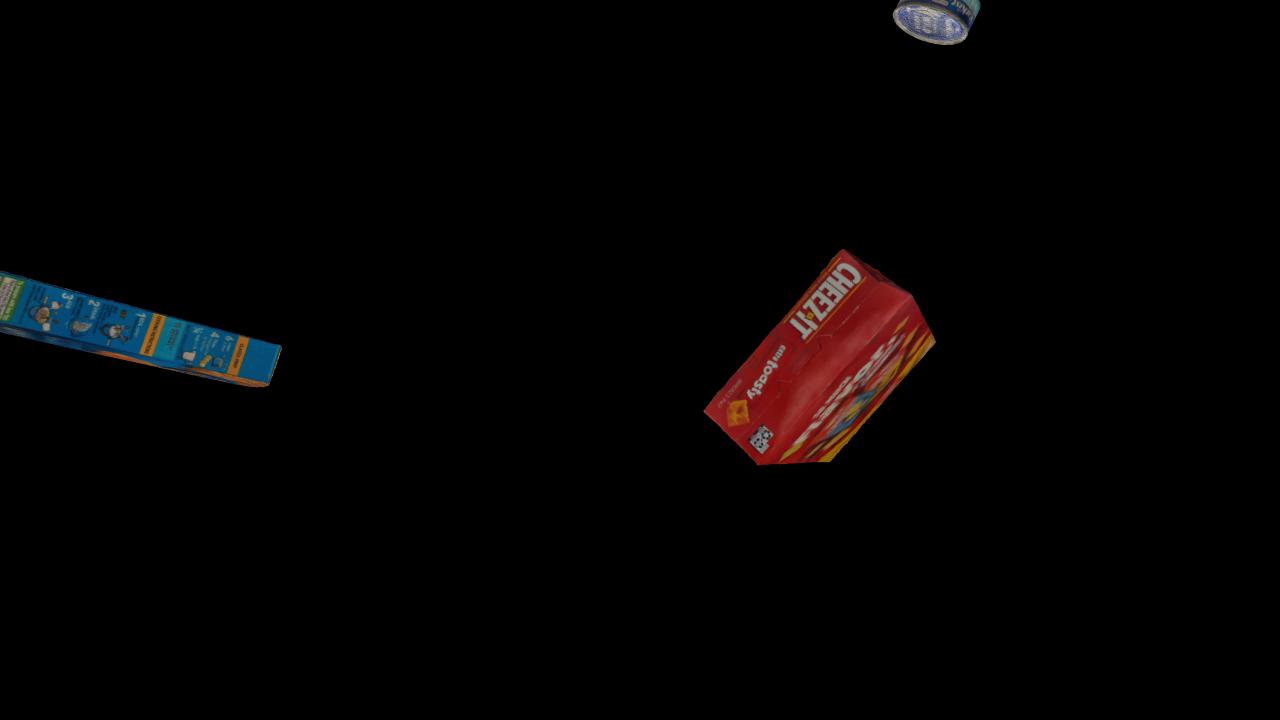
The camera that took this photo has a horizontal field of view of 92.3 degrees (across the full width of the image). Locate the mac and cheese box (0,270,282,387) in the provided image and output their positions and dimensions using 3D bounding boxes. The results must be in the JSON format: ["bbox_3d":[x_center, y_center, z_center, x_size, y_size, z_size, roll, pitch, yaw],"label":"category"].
[{"bbox_3d":[-0.393,-0.019,0.477,0.184,0.041,0.093,21,-17,-39],"label":"mac and cheese box"}]

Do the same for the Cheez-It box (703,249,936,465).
[{"bbox_3d":[0.170,0.012,0.542,0.071,0.166,0.223,45,16,27],"label":"Cheez-It box"}]

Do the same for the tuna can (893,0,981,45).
[{"bbox_3d":[0.327,-0.384,0.678,0.084,0.034,0.084,23,12,-5],"label":"tuna can"}]
